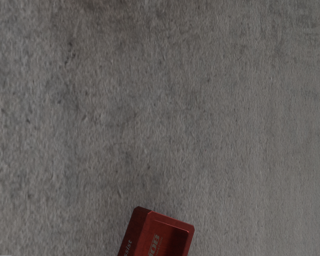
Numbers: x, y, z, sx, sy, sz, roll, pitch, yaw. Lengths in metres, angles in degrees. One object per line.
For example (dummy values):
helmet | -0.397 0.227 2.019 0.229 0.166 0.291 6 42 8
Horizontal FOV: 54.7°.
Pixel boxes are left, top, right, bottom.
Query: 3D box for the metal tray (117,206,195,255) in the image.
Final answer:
metal tray | -0.012 0.176 0.393 0.090 0.030 0.130 31 71 -36
